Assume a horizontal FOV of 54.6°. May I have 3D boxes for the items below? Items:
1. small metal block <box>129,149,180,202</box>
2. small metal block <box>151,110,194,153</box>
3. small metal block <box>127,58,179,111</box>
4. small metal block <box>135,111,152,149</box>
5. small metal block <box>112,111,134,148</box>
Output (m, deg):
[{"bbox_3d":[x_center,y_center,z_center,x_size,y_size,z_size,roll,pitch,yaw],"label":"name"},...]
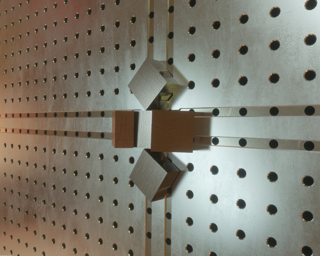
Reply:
[{"bbox_3d":[-0.009,0.062,0.417,0.050,0.025,0.050,42,116,33],"label":"small metal block"},{"bbox_3d":[0.015,0.004,0.380,0.050,0.025,0.050,2,92,-1],"label":"small metal block"},{"bbox_3d":[-0.010,-0.058,0.419,0.050,0.025,0.050,-51,59,27],"label":"small metal block"},{"bbox_3d":[-0.010,0.002,0.418,0.050,0.025,0.050,2,90,40],"label":"small metal block"},{"bbox_3d":[-0.053,0.001,0.438,0.050,0.025,0.050,-170,81,-76],"label":"small metal block"}]
